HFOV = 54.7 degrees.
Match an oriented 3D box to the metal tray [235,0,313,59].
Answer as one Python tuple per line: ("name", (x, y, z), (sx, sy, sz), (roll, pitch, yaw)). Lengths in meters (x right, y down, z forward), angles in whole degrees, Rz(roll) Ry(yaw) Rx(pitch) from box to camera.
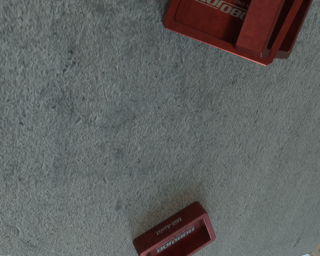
("metal tray", (0.138, -0.129, 0.359), (0.131, 0.030, 0.089), (-17, 129, -55))

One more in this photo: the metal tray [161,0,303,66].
("metal tray", (0.077, -0.131, 0.333), (0.131, 0.030, 0.089), (17, 111, -12))

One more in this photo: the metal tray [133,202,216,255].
("metal tray", (0.028, 0.195, 0.539), (0.131, 0.030, 0.090), (-29, 128, -10))
